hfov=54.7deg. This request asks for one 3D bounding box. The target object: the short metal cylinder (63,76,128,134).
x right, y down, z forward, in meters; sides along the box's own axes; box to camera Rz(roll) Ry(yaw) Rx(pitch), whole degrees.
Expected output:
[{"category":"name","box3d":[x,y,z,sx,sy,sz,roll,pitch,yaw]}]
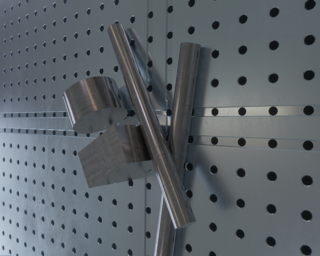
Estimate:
[{"category":"short metal cylinder","box3d":[-0.094,-0.032,0.451,0.080,0.081,0.050,-34,69,35]}]

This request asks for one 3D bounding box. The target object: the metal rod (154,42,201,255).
[{"category":"metal rod","box3d":[0.020,0.045,0.393,0.025,0.025,0.298,12,97,39]}]

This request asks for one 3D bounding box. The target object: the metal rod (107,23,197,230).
[{"category":"metal rod","box3d":[-0.019,-0.020,0.401,0.025,0.025,0.299,-38,60,33]}]

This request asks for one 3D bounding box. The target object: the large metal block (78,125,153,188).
[{"category":"large metal block","box3d":[-0.047,0.036,0.412,0.080,0.081,0.050,-35,69,35]}]
